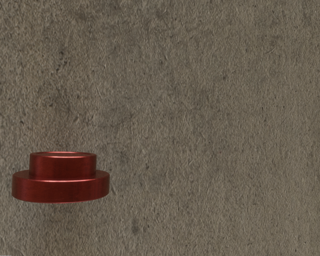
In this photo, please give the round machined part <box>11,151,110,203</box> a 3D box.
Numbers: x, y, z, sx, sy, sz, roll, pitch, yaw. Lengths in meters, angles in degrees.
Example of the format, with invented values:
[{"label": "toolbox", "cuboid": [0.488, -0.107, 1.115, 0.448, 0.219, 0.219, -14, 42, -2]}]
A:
[{"label": "round machined part", "cuboid": [-0.104, 0.048, 0.332, 0.099, 0.098, 0.042, 2, 89, -20]}]
